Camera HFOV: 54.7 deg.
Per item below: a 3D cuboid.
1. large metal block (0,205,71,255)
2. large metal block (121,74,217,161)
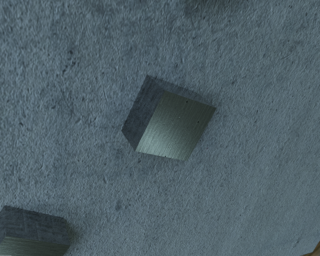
[{"bbox_3d":[-0.174,0.152,0.390,0.080,0.050,0.080,28,103,-38],"label":"large metal block"},{"bbox_3d":[0.010,-0.011,0.389,0.081,0.050,0.080,15,111,-34],"label":"large metal block"}]
